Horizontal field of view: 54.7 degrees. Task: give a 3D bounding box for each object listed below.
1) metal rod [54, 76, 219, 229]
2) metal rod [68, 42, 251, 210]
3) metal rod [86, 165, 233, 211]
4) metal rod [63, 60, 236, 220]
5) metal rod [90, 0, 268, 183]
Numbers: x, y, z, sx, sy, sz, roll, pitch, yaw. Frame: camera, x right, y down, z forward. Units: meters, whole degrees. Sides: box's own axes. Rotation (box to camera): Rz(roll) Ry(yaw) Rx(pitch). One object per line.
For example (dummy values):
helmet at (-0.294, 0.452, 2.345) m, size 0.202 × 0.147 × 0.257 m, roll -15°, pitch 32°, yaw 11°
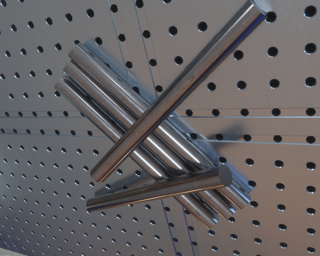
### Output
metal rod at (-0.032, 0.036, 0.449) m, size 0.300 × 0.025 × 0.025 m, roll 43°, pitch 129°, yaw -2°
metal rod at (0.001, -0.002, 0.408) m, size 0.300 × 0.025 × 0.025 m, roll 42°, pitch 129°, yaw -2°
metal rod at (-0.024, 0.096, 0.455) m, size 0.299 × 0.025 × 0.025 m, roll -23°, pitch 106°, yaw 45°
metal rod at (-0.012, 0.016, 0.426) m, size 0.300 × 0.025 × 0.025 m, roll 43°, pitch 129°, yaw -2°
metal rod at (0.002, -0.023, 0.368) m, size 0.025 × 0.025 × 0.299 m, roll 44°, pitch 121°, yaw -2°
